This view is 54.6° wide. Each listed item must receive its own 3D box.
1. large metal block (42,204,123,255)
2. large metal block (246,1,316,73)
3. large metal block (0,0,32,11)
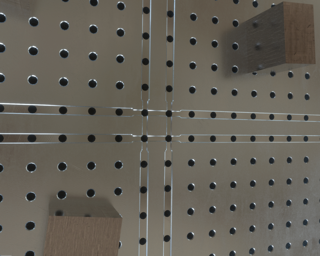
[{"bbox_3d":[-0.094,0.138,0.365,0.081,0.050,0.080,8,87,-20],"label":"large metal block"},{"bbox_3d":[0.171,-0.125,0.446,0.050,0.080,0.080,-3,91,-20],"label":"large metal block"},{"bbox_3d":[-0.175,-0.186,0.334,0.081,0.050,0.080,11,86,-20],"label":"large metal block"}]
